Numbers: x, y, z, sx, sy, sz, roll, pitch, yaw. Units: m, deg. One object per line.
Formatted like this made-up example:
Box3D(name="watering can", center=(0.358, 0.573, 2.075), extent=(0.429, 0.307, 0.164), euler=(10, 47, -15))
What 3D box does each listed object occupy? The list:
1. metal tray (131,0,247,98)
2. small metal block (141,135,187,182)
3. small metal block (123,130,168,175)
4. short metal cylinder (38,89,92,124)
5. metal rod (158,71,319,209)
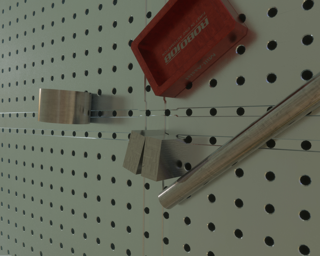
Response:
Box3D(name="metal tray", center=(0.029, -0.109, 0.380), extent=(0.129, 0.030, 0.090), euler=(-40, 66, 32))
Box3D(name="small metal block", center=(0.005, 0.036, 0.387), extent=(0.025, 0.050, 0.050), euler=(12, 98, 39))
Box3D(name="small metal block", center=(-0.017, 0.030, 0.405), extent=(0.025, 0.050, 0.050), euler=(24, 105, 37))
Box3D(name="short metal cylinder", center=(-0.151, -0.034, 0.495), extent=(0.080, 0.081, 0.050), euler=(8, 95, 39))
Box3D(name="metal rod", center=(0.102, 0.006, 0.324), extent=(0.299, 0.025, 0.025), euler=(-43, 64, 31))
